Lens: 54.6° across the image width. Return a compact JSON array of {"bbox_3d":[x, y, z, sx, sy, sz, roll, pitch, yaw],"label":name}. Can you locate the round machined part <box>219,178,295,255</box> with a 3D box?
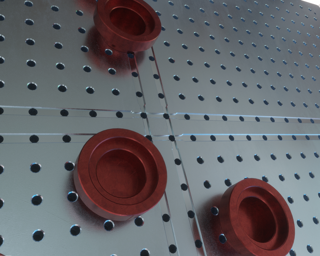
[{"bbox_3d":[0.115,0.116,0.388,0.099,0.042,0.098,13,56,-21],"label":"round machined part"}]

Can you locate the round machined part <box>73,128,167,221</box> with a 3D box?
[{"bbox_3d":[-0.045,0.053,0.340,0.099,0.042,0.098,13,56,-21],"label":"round machined part"}]

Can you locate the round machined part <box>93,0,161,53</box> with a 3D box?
[{"bbox_3d":[-0.051,-0.152,0.462,0.099,0.042,0.098,13,56,-21],"label":"round machined part"}]

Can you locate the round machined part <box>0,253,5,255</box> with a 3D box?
[{"bbox_3d":[-0.148,0.144,0.230,0.099,0.042,0.098,13,56,-21],"label":"round machined part"}]
